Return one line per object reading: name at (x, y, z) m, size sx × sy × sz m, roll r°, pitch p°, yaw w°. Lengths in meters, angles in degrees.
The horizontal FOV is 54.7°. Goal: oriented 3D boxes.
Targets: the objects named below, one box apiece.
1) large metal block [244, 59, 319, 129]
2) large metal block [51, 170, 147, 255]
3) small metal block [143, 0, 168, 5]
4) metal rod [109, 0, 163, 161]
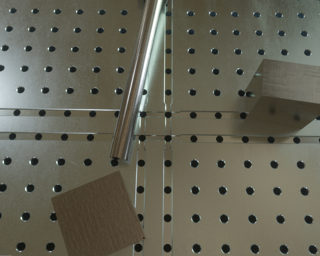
large metal block at (0.160, -0.041, 0.400) m, size 0.080 × 0.080 × 0.050 m, roll 8°, pitch 70°, yaw 3°
large metal block at (-0.068, 0.106, 0.359) m, size 0.080 × 0.050 × 0.080 m, roll -22°, pitch 72°, yaw -8°
small metal block at (-0.007, -0.230, 0.496) m, size 0.050 × 0.025 × 0.050 m, roll 12°, pitch 70°, yaw 4°
metal rod at (-0.025, -0.102, 0.434) m, size 0.025 × 0.025 × 0.299 m, roll 10°, pitch 76°, yaw 3°
